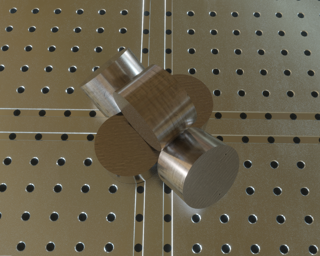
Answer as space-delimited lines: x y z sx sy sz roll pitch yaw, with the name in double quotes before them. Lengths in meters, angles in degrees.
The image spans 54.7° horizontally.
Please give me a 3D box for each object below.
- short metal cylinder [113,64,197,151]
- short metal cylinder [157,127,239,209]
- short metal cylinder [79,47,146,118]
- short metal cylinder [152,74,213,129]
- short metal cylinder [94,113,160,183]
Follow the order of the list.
"short metal cylinder" -0.006 -0.021 0.336 0.050 0.080 0.080 -40 75 -13
"short metal cylinder" 0.044 0.045 0.359 0.080 0.080 0.050 -39 39 -13
"short metal cylinder" -0.055 -0.058 0.396 0.080 0.080 0.050 -44 110 -15
"short metal cylinder" 0.026 -0.023 0.406 0.081 0.050 0.080 0 70 0
"short metal cylinder" -0.037 0.026 0.388 0.081 0.050 0.080 0 70 0
